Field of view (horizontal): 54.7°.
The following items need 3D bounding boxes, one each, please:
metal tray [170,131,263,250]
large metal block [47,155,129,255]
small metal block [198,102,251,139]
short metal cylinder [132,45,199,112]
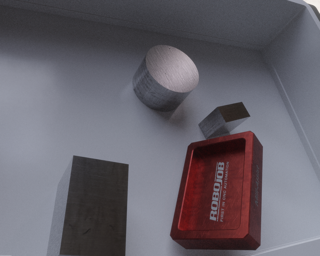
[{"bbox_3d":[0.068,0.070,0.357,0.030,0.090,0.130,47,43,-35],"label":"metal tray"},{"bbox_3d":[-0.068,0.081,0.285,0.050,0.080,0.080,13,57,-22],"label":"large metal block"},{"bbox_3d":[0.092,-0.011,0.448,0.050,0.050,0.025,-13,69,-34],"label":"small metal block"},{"bbox_3d":[0.007,-0.070,0.438,0.081,0.050,0.080,14,56,-21],"label":"short metal cylinder"}]
